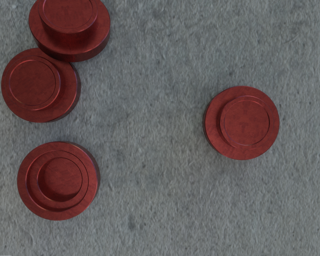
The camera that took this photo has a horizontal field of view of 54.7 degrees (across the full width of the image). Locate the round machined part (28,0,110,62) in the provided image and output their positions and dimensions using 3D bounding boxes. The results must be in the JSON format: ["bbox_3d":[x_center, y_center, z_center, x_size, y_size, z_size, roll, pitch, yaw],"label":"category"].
[{"bbox_3d":[-0.112,-0.135,0.385,0.099,0.042,0.098,3,72,-9],"label":"round machined part"}]

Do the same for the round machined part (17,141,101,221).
[{"bbox_3d":[-0.126,0.065,0.400,0.099,0.042,0.097,0,90,-1],"label":"round machined part"}]

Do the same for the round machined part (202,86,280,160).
[{"bbox_3d":[0.107,-0.007,0.403,0.099,0.042,0.097,0,90,-1],"label":"round machined part"}]

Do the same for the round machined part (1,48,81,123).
[{"bbox_3d":[-0.156,-0.056,0.399,0.099,0.042,0.097,0,90,-1],"label":"round machined part"}]
